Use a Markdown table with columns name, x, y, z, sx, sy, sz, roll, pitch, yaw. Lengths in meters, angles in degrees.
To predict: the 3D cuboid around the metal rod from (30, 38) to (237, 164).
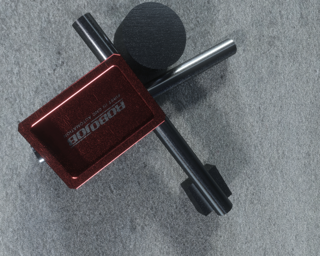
| name | x | y | z | sx | sy | sz | roll | pitch | yaw |
| --- | --- | --- | --- | --- | --- | --- | --- | --- | --- |
| metal rod | -0.020 | -0.044 | 0.404 | 0.302 | 0.025 | 0.025 | -31 | 101 | -18 |

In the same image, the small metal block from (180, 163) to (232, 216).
| name | x | y | z | sx | sy | sz | roll | pitch | yaw |
| --- | --- | --- | --- | --- | --- | --- | --- | --- | --- |
| small metal block | 0.065 | 0.086 | 0.435 | 0.050 | 0.025 | 0.050 | -35 | 102 | -17 |

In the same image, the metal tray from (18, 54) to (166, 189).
| name | x | y | z | sx | sy | sz | roll | pitch | yaw |
| --- | --- | --- | --- | --- | --- | --- | --- | --- | --- |
| metal tray | -0.071 | -0.008 | 0.341 | 0.130 | 0.030 | 0.090 | -38 | 102 | -4 |

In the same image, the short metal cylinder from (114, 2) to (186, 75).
| name | x | y | z | sx | sy | sz | roll | pitch | yaw |
| --- | --- | --- | --- | --- | --- | --- | --- | --- | --- |
| short metal cylinder | -0.014 | -0.110 | 0.392 | 0.081 | 0.050 | 0.079 | 0 | 90 | -21 |

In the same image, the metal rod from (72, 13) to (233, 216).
| name | x | y | z | sx | sy | sz | roll | pitch | yaw |
| --- | --- | --- | --- | --- | --- | --- | --- | --- | --- |
| metal rod | -0.001 | -0.007 | 0.385 | 0.025 | 0.025 | 0.300 | -41 | 103 | -16 |
